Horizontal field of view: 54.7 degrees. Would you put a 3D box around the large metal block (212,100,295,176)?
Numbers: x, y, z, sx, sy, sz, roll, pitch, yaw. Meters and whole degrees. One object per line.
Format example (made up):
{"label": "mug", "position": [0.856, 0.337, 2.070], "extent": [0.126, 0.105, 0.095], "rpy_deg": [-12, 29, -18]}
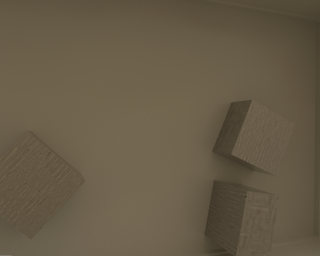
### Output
{"label": "large metal block", "position": [0.135, 0.014, 0.447], "extent": [0.080, 0.050, 0.080], "rpy_deg": [26, 82, -18]}

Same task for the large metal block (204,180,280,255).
{"label": "large metal block", "position": [0.109, 0.120, 0.421], "extent": [0.050, 0.080, 0.080], "rpy_deg": [12, 86, -20]}

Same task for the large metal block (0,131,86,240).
{"label": "large metal block", "position": [-0.144, 0.060, 0.344], "extent": [0.080, 0.050, 0.080], "rpy_deg": [45, 76, -15]}
